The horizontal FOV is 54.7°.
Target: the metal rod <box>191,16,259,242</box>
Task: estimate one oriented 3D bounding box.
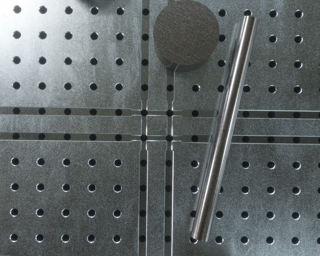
[{"bbox_3d":[0.086,0.001,0.413,0.025,0.025,0.298,13,90,0],"label":"metal rod"}]

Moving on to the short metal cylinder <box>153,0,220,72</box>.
[{"bbox_3d":[0.032,-0.116,0.401,0.081,0.050,0.080,0,90,0],"label":"short metal cylinder"}]
